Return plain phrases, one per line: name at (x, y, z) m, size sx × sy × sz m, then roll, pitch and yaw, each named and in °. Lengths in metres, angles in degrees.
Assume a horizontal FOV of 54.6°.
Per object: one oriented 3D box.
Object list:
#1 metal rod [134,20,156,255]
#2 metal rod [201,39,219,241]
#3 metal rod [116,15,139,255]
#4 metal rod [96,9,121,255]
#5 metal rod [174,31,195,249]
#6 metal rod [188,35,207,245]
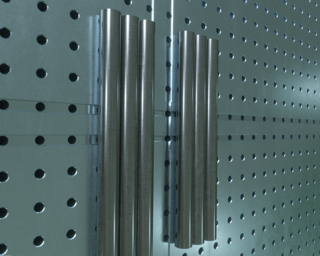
metal rod at (-0.020, 0.017, 0.391) m, size 0.025 × 0.025 × 0.298 m, roll 1°, pitch 89°, yaw -40°
metal rod at (0.075, 0.017, 0.470) m, size 0.025 × 0.025 × 0.298 m, roll 1°, pitch 89°, yaw -40°
metal rod at (-0.039, 0.017, 0.375) m, size 0.025 × 0.025 × 0.298 m, roll 1°, pitch 89°, yaw -40°
metal rod at (-0.059, 0.016, 0.358) m, size 0.025 × 0.025 × 0.298 m, roll 1°, pitch 89°, yaw -40°
metal rod at (0.035, 0.016, 0.436) m, size 0.025 × 0.025 × 0.298 m, roll 1°, pitch 89°, yaw -40°
metal rod at (0.054, 0.017, 0.452) m, size 0.025 × 0.025 × 0.298 m, roll 1°, pitch 89°, yaw -40°
